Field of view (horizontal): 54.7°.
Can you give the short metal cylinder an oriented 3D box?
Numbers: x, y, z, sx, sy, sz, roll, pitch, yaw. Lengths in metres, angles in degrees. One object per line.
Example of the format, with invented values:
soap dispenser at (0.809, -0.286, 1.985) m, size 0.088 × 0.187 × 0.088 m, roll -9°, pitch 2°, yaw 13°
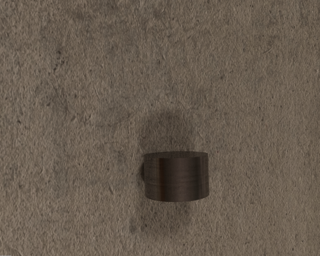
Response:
short metal cylinder at (0.020, 0.058, 0.389) m, size 0.081 × 0.080 × 0.050 m, roll -2°, pitch 91°, yaw -20°
